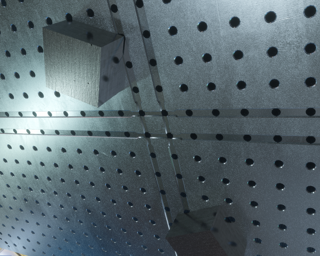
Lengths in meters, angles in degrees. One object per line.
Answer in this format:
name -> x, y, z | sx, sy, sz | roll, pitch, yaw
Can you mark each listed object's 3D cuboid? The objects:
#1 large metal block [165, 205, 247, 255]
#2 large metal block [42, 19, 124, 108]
large metal block -> 0.069, 0.169, 0.462 | 0.080, 0.050, 0.080 | -25, 105, 36
large metal block -> -0.097, -0.083, 0.393 | 0.080, 0.050, 0.079 | 22, 127, 14
